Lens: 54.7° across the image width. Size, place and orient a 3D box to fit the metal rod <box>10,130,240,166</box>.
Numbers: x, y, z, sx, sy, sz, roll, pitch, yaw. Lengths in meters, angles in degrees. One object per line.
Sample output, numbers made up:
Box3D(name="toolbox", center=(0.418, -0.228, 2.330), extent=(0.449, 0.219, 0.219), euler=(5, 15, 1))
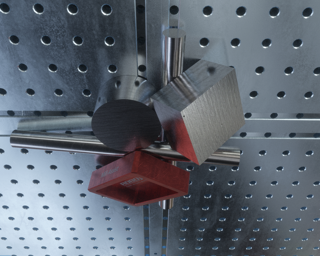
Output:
Box3D(name="metal rod", center=(-0.049, 0.026, 0.411), extent=(0.302, 0.025, 0.025), euler=(4, 130, 5))

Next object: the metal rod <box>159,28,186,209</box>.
Box3D(name="metal rod", center=(0.013, 0.013, 0.423), extent=(0.025, 0.025, 0.298), euler=(0, 131, -1))

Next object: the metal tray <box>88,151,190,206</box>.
Box3D(name="metal tray", center=(-0.033, 0.077, 0.440), extent=(0.090, 0.030, 0.130), euler=(27, 146, -28))

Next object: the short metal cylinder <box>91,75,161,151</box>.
Box3D(name="short metal cylinder", center=(-0.039, -0.017, 0.380), extent=(0.081, 0.050, 0.079), euler=(0, 130, 0))

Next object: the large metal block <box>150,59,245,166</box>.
Box3D(name="large metal block", center=(0.046, -0.019, 0.353), extent=(0.080, 0.050, 0.080), euler=(-39, 131, -20))
